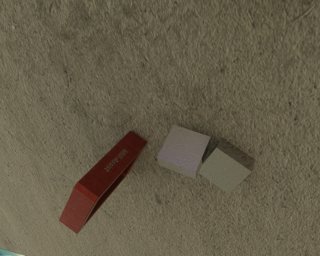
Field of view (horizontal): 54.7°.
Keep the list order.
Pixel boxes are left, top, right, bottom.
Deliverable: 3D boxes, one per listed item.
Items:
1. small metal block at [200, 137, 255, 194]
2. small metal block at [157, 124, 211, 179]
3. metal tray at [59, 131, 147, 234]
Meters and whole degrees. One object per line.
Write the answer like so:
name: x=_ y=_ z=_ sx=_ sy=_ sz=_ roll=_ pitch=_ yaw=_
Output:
small metal block: x=0.083 y=0.048 z=0.393 sx=0.050 sy=0.025 sz=0.050 roll=35 pitch=129 yaw=4
small metal block: x=0.031 y=0.029 z=0.389 sx=0.050 sy=0.050 sz=0.025 roll=19 pitch=155 yaw=17
metal tray: x=-0.074 y=0.070 z=0.421 sx=0.030 sy=0.131 sz=0.089 roll=36 pitch=129 yaw=4
